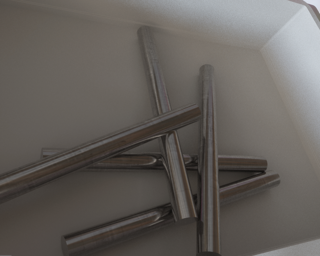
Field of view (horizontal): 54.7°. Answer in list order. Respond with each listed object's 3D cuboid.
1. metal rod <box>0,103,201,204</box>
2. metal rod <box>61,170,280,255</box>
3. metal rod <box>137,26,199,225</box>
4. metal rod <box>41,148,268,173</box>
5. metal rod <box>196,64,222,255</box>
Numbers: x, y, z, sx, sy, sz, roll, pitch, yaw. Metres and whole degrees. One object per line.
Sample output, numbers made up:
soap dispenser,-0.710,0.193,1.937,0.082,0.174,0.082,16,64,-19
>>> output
metal rod,-0.078,0.028,0.313,0.302,0.025,0.025,-22,74,-31
metal rod,0.038,0.093,0.369,0.303,0.025,0.025,-9,66,-32
metal rod,0.002,-0.026,0.400,0.025,0.025,0.299,6,53,-25
metal rod,0.013,0.043,0.386,0.303,0.025,0.025,4,60,-26
metal rod,0.062,0.016,0.404,0.025,0.025,0.300,22,46,-15
